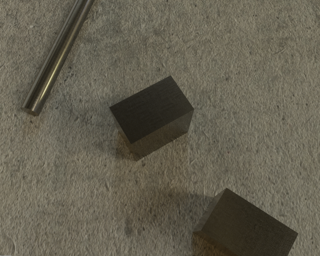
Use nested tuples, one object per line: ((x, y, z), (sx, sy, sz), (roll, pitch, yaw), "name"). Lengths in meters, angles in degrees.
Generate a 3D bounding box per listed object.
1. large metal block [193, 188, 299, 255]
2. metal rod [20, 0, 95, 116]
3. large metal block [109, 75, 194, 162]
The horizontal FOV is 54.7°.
((0.087, 0.114, 0.338), (0.080, 0.080, 0.050), (32, 73, 10), "large metal block")
((-0.130, -0.156, 0.463), (0.025, 0.025, 0.299), (16, 71, 5), "metal rod")
((-0.009, -0.009, 0.382), (0.080, 0.080, 0.050), (-29, 73, -10), "large metal block")
